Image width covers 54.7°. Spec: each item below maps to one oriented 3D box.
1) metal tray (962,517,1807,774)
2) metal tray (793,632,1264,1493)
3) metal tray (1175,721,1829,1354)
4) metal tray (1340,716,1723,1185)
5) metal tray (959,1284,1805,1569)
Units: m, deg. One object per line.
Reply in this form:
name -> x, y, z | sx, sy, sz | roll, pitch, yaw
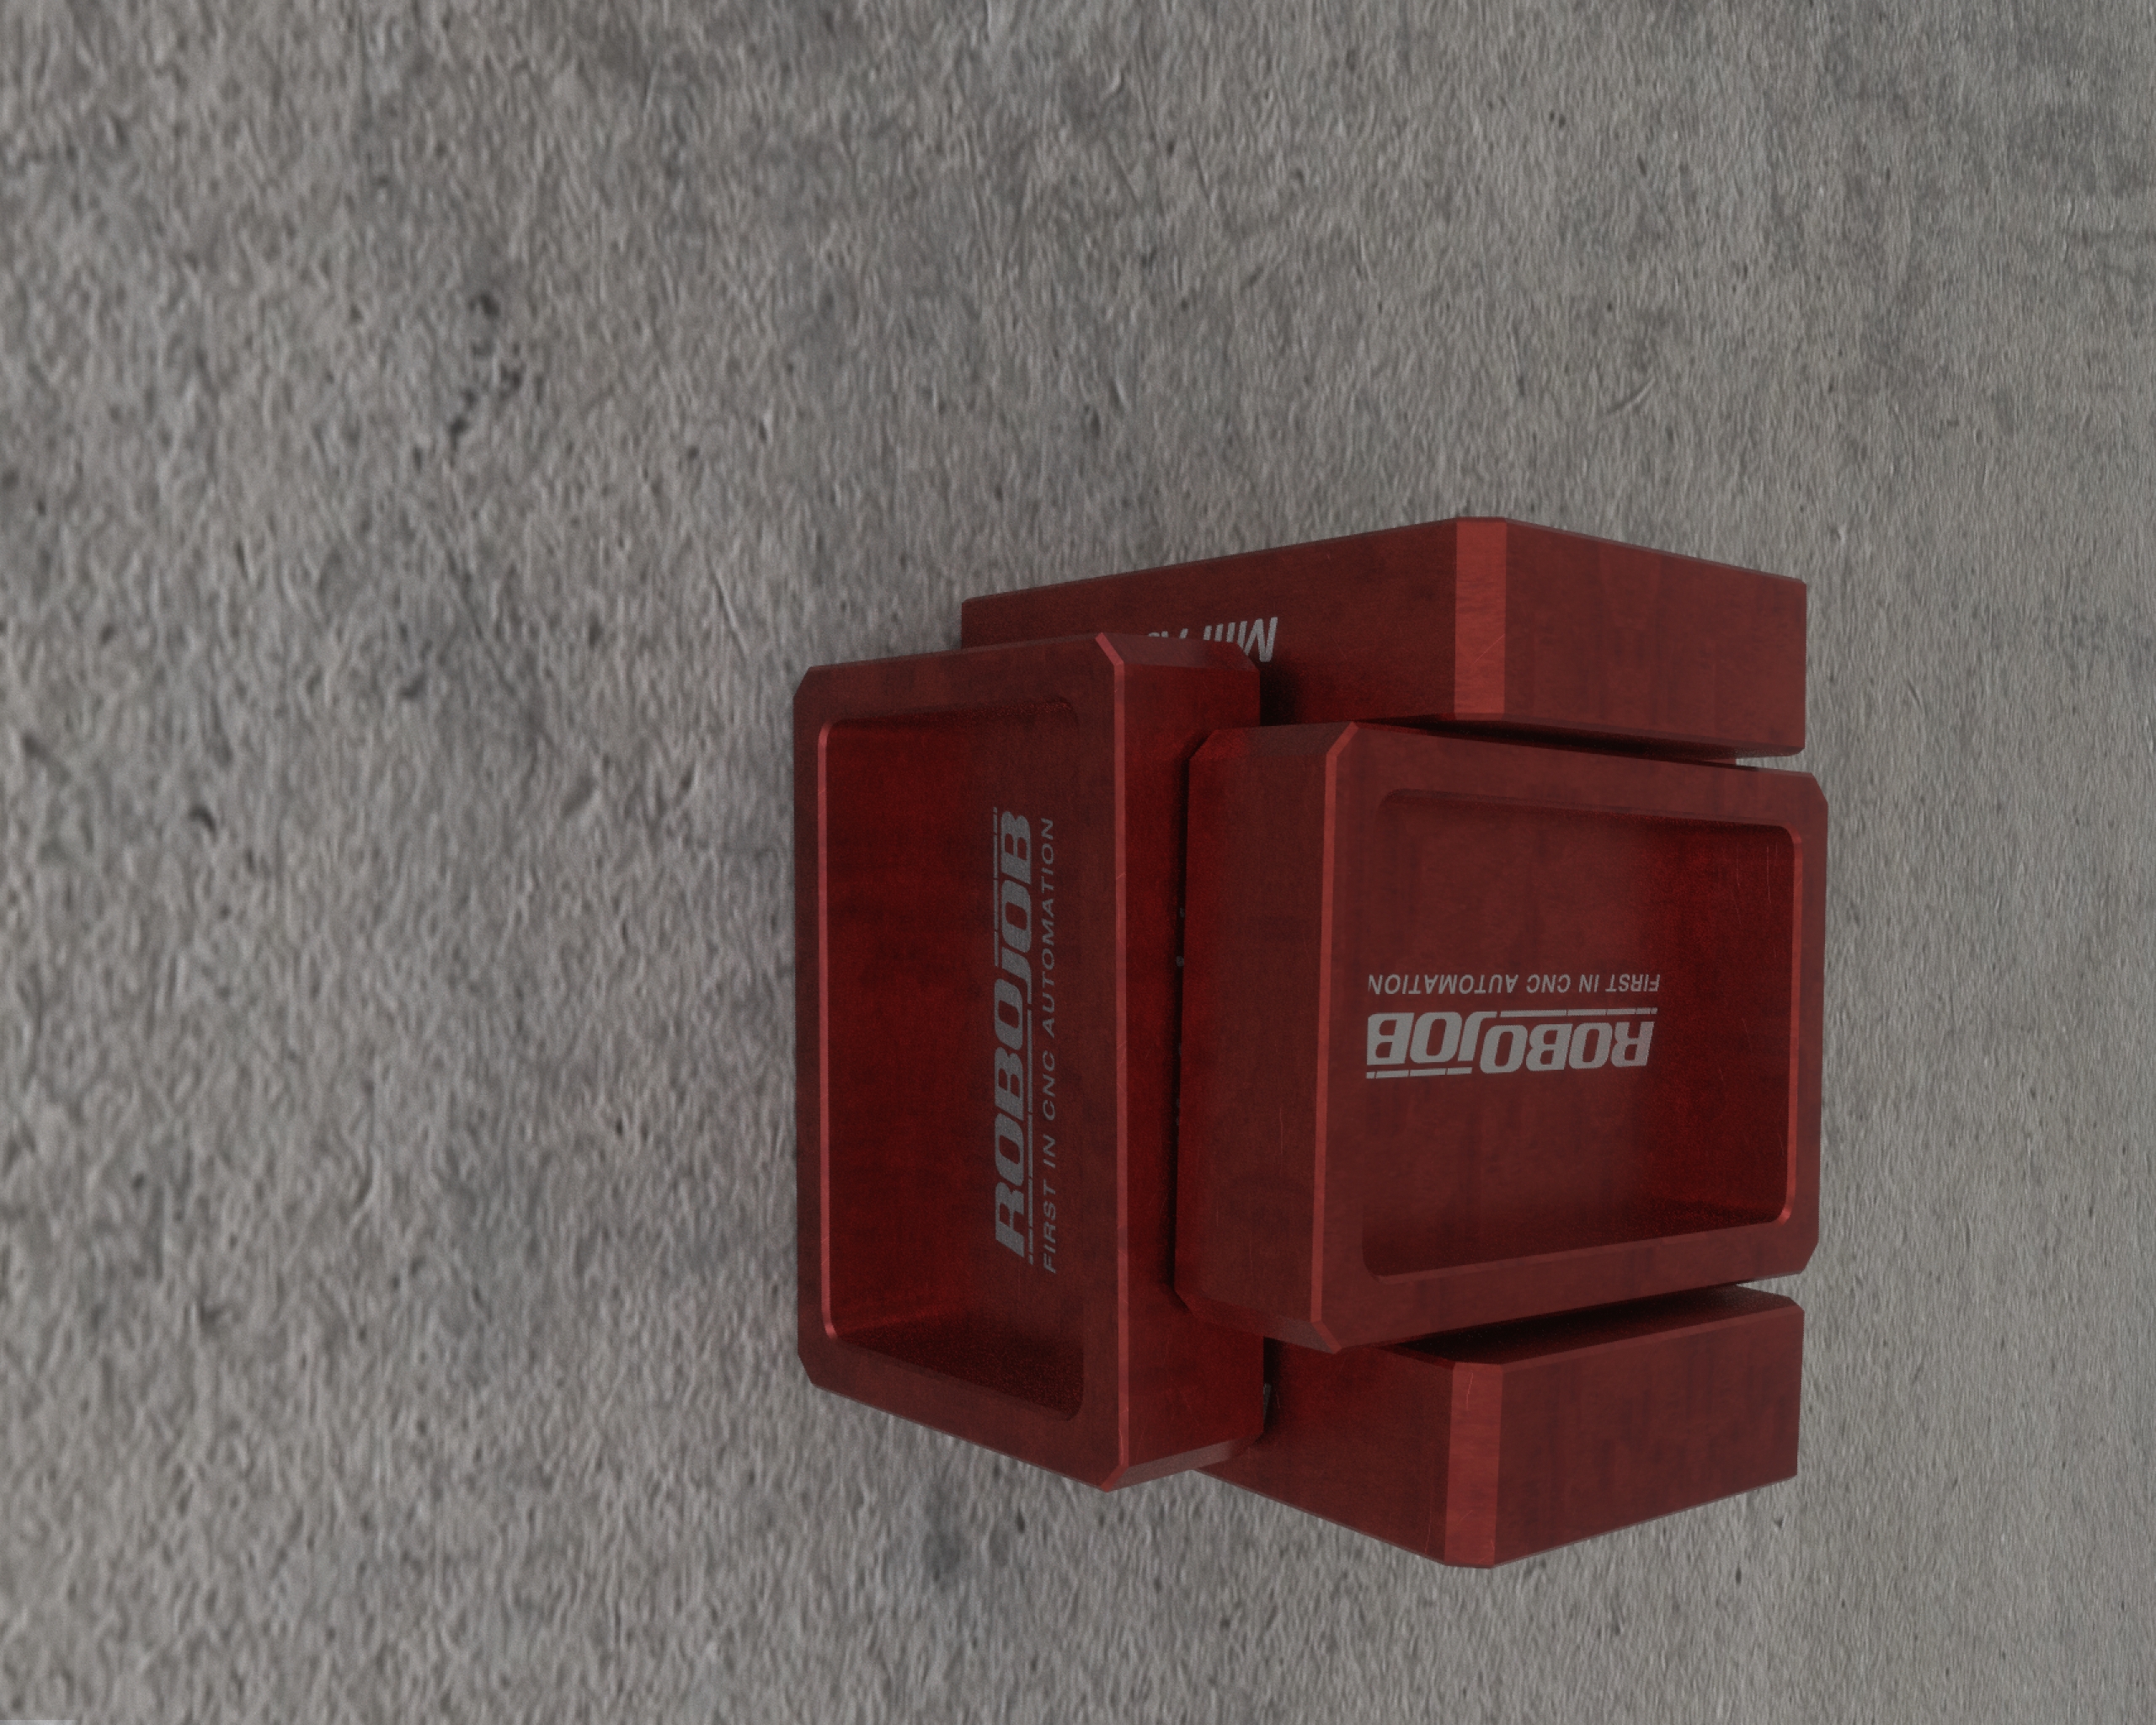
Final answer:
metal tray -> 0.051, -0.034, 0.379 | 0.091, 0.130, 0.030 | 2, 88, -40
metal tray -> -0.011, 0.030, 0.352 | 0.030, 0.090, 0.129 | -1, 91, -40
metal tray -> 0.075, 0.027, 0.345 | 0.131, 0.030, 0.089 | 3, 88, -40
metal tray -> 0.089, 0.025, 0.436 | 0.030, 0.090, 0.129 | 2, 89, -40
metal tray -> 0.050, 0.087, 0.378 | 0.091, 0.130, 0.030 | 2, 91, -40
